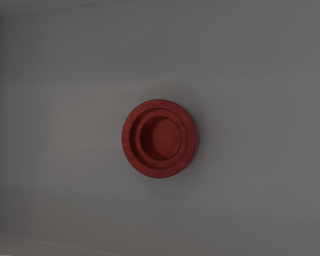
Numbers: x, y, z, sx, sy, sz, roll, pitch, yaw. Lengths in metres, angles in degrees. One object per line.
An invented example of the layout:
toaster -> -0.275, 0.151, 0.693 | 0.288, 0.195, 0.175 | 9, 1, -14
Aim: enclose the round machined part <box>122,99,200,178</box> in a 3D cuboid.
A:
round machined part -> 0.004, 0.013, 0.400 | 0.098, 0.042, 0.097 | 0, 90, 20
